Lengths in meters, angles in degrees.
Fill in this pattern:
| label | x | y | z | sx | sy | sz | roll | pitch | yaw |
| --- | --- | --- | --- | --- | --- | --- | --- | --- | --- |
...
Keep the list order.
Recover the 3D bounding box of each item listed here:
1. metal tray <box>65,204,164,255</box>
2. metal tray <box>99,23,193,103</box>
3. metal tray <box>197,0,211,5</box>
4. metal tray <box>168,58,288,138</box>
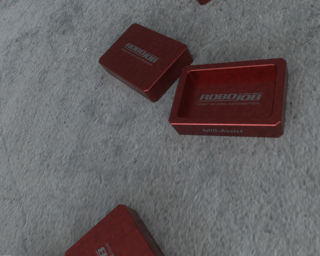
| label | x | y | z | sx | sy | sz | roll | pitch | yaw |
| --- | --- | --- | --- | --- | --- | --- | --- | --- | --- |
| metal tray | -0.037 | 0.157 | 0.322 | 0.090 | 0.030 | 0.130 | -42 | 51 | -1 |
| metal tray | -0.025 | -0.104 | 0.476 | 0.090 | 0.030 | 0.130 | -49 | 52 | -7 |
| metal tray | 0.077 | -0.274 | 0.527 | 0.090 | 0.030 | 0.130 | -32 | 52 | 7 |
| metal tray | 0.083 | -0.036 | 0.378 | 0.130 | 0.030 | 0.090 | 1 | 62 | 28 |
